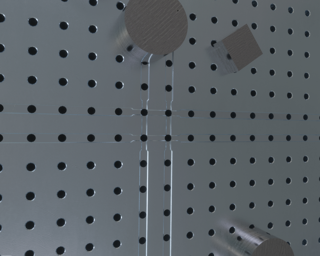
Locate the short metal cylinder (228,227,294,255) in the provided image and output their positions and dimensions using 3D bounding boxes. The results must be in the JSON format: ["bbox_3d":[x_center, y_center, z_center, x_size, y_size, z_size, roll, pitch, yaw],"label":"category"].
[{"bbox_3d":[0.148,0.193,0.454,0.081,0.050,0.079,0,90,-20],"label":"short metal cylinder"}]

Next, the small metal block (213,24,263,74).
[{"bbox_3d":[0.114,-0.116,0.455,0.050,0.025,0.050,-36,102,-16],"label":"small metal block"}]

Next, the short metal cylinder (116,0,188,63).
[{"bbox_3d":[-0.012,-0.128,0.395,0.081,0.050,0.079,0,90,-20],"label":"short metal cylinder"}]
